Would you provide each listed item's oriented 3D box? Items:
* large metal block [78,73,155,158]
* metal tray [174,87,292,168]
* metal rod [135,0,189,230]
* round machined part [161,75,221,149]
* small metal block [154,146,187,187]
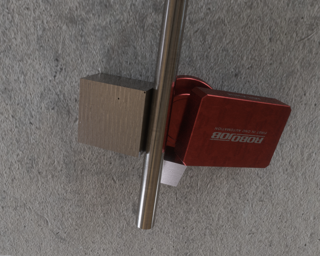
[{"bbox_3d":[-0.050,-0.018,0.379,0.080,0.050,0.079,13,111,14],"label":"large metal block"},{"bbox_3d":[0.091,0.003,0.387,0.131,0.030,0.089,5,112,-24],"label":"metal tray"},{"bbox_3d":[0.000,-0.015,0.361,0.025,0.025,0.298,7,108,-3],"label":"metal rod"},{"bbox_3d":[0.031,-0.015,0.396,0.099,0.042,0.097,0,110,0],"label":"round machined part"},{"bbox_3d":[0.006,0.050,0.419,0.050,0.025,0.050,15,135,-5],"label":"small metal block"}]
